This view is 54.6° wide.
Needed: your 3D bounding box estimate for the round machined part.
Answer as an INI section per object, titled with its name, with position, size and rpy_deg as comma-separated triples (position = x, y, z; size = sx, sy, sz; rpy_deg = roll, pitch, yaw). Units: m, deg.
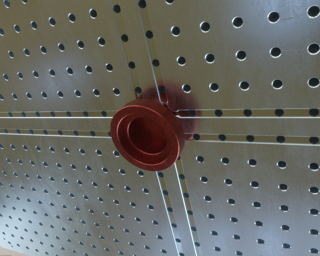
[round machined part]
position = -0.013, 0.006, 0.410
size = 0.098, 0.042, 0.097
rpy_deg = 13, 124, 21
